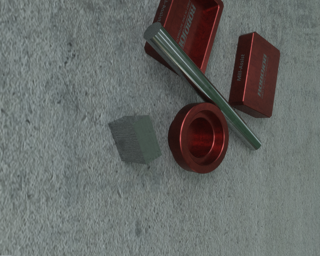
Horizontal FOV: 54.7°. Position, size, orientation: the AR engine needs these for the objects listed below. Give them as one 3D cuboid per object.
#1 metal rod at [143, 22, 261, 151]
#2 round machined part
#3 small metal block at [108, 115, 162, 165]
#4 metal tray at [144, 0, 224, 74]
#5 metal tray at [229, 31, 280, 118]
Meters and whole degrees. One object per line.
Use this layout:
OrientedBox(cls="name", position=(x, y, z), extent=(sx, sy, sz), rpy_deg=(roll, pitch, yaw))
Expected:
OrientedBox(cls="metal rod", position=(0.079, -0.040, 0.449), extent=(0.301, 0.025, 0.025), rpy_deg=(38, 67, -42))
OrientedBox(cls="round machined part", position=(0.050, 0.013, 0.437), extent=(0.099, 0.042, 0.097), rpy_deg=(-1, 92, -40))
OrientedBox(cls="small metal block", position=(-0.030, 0.013, 0.365), extent=(0.025, 0.050, 0.050), rpy_deg=(-29, 108, -37))
OrientedBox(cls="metal tray", position=(0.038, -0.144, 0.434), extent=(0.090, 0.030, 0.130), rpy_deg=(28, 73, -37))
OrientedBox(cls="metal tray", position=(0.169, -0.090, 0.546), extent=(0.091, 0.030, 0.129), rpy_deg=(18, 79, -39))
